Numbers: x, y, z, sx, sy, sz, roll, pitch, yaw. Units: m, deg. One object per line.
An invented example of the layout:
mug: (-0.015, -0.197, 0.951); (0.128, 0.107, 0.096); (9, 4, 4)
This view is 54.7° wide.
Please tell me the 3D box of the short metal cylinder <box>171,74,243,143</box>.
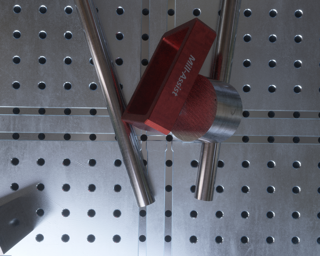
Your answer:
short metal cylinder: (0.052, -0.022, 0.380); (0.050, 0.080, 0.080); (6, 90, -44)

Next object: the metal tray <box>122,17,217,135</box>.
metal tray: (0.007, -0.059, 0.370); (0.030, 0.090, 0.130); (29, 82, -23)

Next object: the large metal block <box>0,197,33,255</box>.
large metal block: (-0.221, 0.133, 0.384); (0.080, 0.080, 0.050); (-23, 90, 0)

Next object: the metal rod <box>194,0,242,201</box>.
metal rod: (0.079, -0.053, 0.413); (0.025, 0.025, 0.298); (8, 90, 0)

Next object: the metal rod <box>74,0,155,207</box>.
metal rod: (-0.062, -0.042, 0.412); (0.025, 0.025, 0.298); (-17, 90, 0)
